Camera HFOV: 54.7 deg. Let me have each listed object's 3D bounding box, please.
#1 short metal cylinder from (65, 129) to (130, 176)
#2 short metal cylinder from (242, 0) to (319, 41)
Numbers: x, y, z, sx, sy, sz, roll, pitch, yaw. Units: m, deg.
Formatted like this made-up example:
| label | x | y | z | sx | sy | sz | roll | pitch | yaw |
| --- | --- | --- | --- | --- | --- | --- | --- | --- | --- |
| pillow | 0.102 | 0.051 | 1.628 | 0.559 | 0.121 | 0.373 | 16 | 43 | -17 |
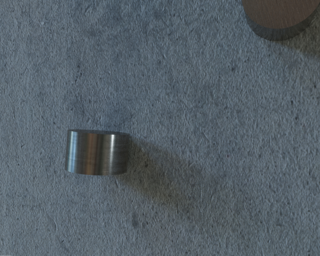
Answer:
| label | x | y | z | sx | sy | sz | roll | pitch | yaw |
| --- | --- | --- | --- | --- | --- | --- | --- | --- | --- |
| short metal cylinder | -0.082 | 0.030 | 0.409 | 0.080 | 0.080 | 0.050 | 5 | 92 | 20 |
| short metal cylinder | 0.135 | -0.144 | 0.348 | 0.080 | 0.050 | 0.080 | 0 | 90 | 20 |
